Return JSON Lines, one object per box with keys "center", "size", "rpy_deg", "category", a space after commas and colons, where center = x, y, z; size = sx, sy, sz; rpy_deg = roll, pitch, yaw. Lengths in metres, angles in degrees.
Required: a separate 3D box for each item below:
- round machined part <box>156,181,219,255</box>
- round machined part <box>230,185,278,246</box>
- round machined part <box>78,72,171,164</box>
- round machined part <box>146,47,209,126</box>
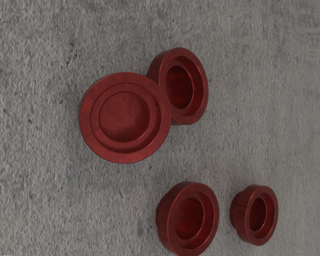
{"center": [0.033, 0.121, 0.421], "size": [0.099, 0.042, 0.097], "rpy_deg": [0, 90, -40], "category": "round machined part"}
{"center": [0.156, 0.144, 0.524], "size": [0.099, 0.042, 0.097], "rpy_deg": [0, 90, -40], "category": "round machined part"}
{"center": [-0.041, -0.013, 0.345], "size": [0.099, 0.042, 0.097], "rpy_deg": [-3, 101, -18], "category": "round machined part"}
{"center": [0.018, -0.051, 0.403], "size": [0.099, 0.042, 0.097], "rpy_deg": [4, 84, -46], "category": "round machined part"}
